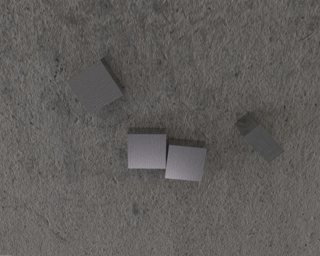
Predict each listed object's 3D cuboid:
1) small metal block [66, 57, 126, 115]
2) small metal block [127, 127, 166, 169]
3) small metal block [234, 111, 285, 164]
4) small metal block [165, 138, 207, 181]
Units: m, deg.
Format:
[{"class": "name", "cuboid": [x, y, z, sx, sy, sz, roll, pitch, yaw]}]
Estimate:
[{"class": "small metal block", "cuboid": [-0.079, -0.053, 0.389, 0.050, 0.025, 0.050, -29, 108, 10]}, {"class": "small metal block", "cuboid": [-0.017, 0.027, 0.419, 0.050, 0.025, 0.050, 0, 110, -1]}, {"class": "small metal block", "cuboid": [0.128, 0.011, 0.402, 0.025, 0.050, 0.050, -43, 105, 14]}, {"class": "small metal block", "cuboid": [0.034, 0.043, 0.426, 0.050, 0.025, 0.050, 6, 110, -2]}]
